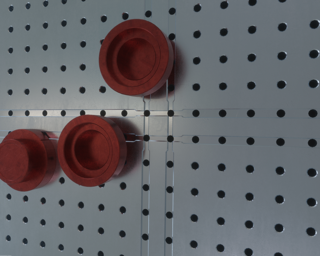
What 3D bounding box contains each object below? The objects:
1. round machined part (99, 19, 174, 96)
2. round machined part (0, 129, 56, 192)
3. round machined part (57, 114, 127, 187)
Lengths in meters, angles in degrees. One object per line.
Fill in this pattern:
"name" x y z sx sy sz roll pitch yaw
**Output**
"round machined part" -0.028 -0.090 0.414 0.098 0.042 0.097 0 90 20
"round machined part" -0.215 0.050 0.481 0.098 0.042 0.097 0 90 20
"round machined part" -0.090 0.030 0.436 0.098 0.042 0.097 0 90 20
